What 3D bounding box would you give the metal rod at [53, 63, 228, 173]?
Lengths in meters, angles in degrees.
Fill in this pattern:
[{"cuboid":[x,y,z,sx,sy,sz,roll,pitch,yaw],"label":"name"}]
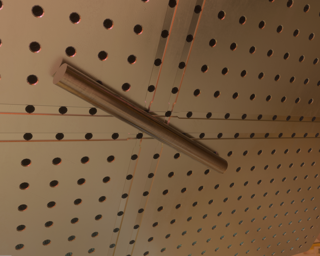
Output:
[{"cuboid":[-0.002,0.003,0.414,0.301,0.025,0.025,30,101,-38],"label":"metal rod"}]
